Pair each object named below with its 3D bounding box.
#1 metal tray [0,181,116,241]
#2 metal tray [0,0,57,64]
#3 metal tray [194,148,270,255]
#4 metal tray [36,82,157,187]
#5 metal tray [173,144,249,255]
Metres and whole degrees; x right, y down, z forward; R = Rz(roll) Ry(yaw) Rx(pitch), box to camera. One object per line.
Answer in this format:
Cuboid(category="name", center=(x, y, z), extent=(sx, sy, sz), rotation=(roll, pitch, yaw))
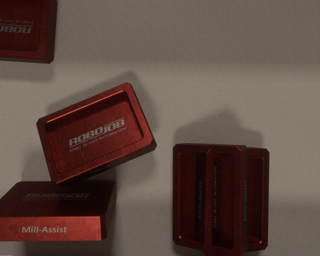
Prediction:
Cuboid(category="metal tray", center=(-0.124, 0.097, 0.375), extent=(0.131, 0.090, 0.030), rotation=(0, 105, -1))
Cuboid(category="metal tray", center=(-0.207, -0.135, 0.405), extent=(0.131, 0.030, 0.089), rotation=(4, 90, -1))
Cuboid(category="metal tray", center=(0.092, 0.090, 0.395), extent=(0.091, 0.030, 0.129), rotation=(1, 89, -19))
Cuboid(category="metal tray", center=(-0.080, 0.008, 0.392), extent=(0.131, 0.030, 0.090), rotation=(-23, 69, -1))
Cuboid(category="metal tray", center=(0.062, 0.085, 0.387), extent=(0.090, 0.030, 0.129), rotation=(0, 90, 32))
